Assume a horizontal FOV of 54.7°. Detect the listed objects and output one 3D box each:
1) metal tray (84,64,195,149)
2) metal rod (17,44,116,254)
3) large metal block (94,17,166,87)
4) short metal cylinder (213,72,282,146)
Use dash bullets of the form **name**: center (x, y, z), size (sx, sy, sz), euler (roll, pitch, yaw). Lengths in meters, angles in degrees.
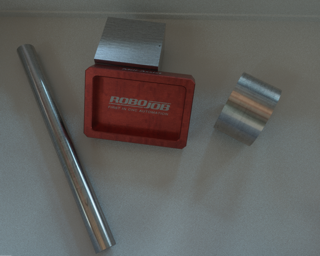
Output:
- **metal tray**: center (-0.027, -0.027, 0.390), size (0.131, 0.030, 0.089), euler (7, 110, 2)
- **metal rod**: center (-0.128, 0.013, 0.403), size (0.025, 0.025, 0.299), euler (-25, 72, -9)
- **large metal block**: center (-0.038, -0.102, 0.425), size (0.080, 0.050, 0.080), euler (7, 59, 2)
- **short metal cylinder**: center (0.109, -0.024, 0.391), size (0.050, 0.080, 0.080), euler (29, 72, 9)
